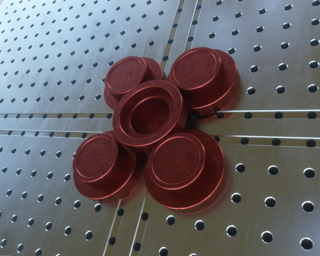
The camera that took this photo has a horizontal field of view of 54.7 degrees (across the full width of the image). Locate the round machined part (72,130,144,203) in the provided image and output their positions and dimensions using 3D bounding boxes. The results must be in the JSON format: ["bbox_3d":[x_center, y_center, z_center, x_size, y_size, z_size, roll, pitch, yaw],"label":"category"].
[{"bbox_3d":[-0.074,0.046,0.407,0.098,0.042,0.098,-13,56,20],"label":"round machined part"}]

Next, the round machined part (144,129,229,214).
[{"bbox_3d":[0.025,0.044,0.355,0.098,0.042,0.098,-13,56,20],"label":"round machined part"}]

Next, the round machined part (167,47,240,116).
[{"bbox_3d":[0.052,-0.068,0.410,0.098,0.042,0.098,-13,56,20],"label":"round machined part"}]

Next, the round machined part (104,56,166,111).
[{"bbox_3d":[-0.042,-0.067,0.458,0.098,0.042,0.098,-13,56,20],"label":"round machined part"}]

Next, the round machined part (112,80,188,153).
[{"bbox_3d":[-0.009,-0.012,0.406,0.098,0.042,0.098,-13,56,20],"label":"round machined part"}]
